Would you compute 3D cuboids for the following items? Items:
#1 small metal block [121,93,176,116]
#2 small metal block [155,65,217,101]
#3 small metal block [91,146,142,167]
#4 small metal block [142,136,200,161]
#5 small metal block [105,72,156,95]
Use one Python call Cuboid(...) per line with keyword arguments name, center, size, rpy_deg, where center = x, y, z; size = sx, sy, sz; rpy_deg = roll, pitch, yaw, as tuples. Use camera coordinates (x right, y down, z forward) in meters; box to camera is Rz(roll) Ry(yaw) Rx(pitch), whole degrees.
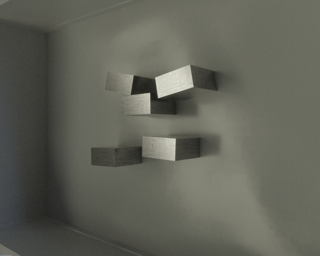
Cuboid(name="small metal block", center=(-0.015, -0.029, 0.403), size=(0.050, 0.050, 0.025), rpy_deg=(-1, 89, 40))
Cuboid(name="small metal block", center=(0.031, -0.051, 0.365), size=(0.050, 0.050, 0.025), rpy_deg=(-13, 82, 39))
Cuboid(name="small metal block", center=(-0.062, 0.039, 0.442), size=(0.050, 0.050, 0.025), rpy_deg=(-2, 89, 40))
Cuboid(name="small metal block", center=(0.014, 0.023, 0.379), size=(0.050, 0.050, 0.025), rpy_deg=(3, 92, 40))
Cuboid(name="small metal block", center=(-0.037, -0.059, 0.422), size=(0.050, 0.050, 0.025), rpy_deg=(16, 100, 39))
